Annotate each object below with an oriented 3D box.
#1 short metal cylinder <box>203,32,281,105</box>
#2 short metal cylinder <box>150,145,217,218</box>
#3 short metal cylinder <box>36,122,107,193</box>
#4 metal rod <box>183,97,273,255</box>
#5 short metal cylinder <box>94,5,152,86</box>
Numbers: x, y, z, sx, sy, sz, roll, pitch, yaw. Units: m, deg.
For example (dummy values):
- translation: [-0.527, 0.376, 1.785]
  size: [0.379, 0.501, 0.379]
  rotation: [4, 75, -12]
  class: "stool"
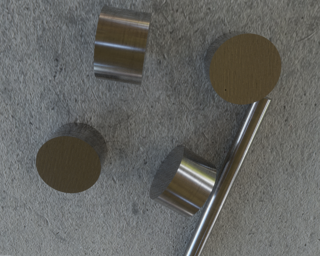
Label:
- translation: [0.096, -0.073, 0.370]
  size: [0.081, 0.050, 0.079]
  rotation: [0, 110, 0]
  class: "short metal cylinder"
- translation: [0.029, 0.069, 0.406]
  size: [0.050, 0.080, 0.080]
  rotation: [32, 107, -11]
  class: "short metal cylinder"
- translation: [-0.114, 0.038, 0.410]
  size: [0.081, 0.050, 0.079]
  rotation: [0, 110, 0]
  class: "short metal cylinder"
- translation: [0.086, 0.093, 0.444]
  size: [0.025, 0.025, 0.298]
  rotation: [17, 109, -6]
  class: "metal rod"
- translation: [-0.040, -0.091, 0.347]
  size: [0.050, 0.080, 0.079]
  rotation: [9, 110, -3]
  class: "short metal cylinder"
